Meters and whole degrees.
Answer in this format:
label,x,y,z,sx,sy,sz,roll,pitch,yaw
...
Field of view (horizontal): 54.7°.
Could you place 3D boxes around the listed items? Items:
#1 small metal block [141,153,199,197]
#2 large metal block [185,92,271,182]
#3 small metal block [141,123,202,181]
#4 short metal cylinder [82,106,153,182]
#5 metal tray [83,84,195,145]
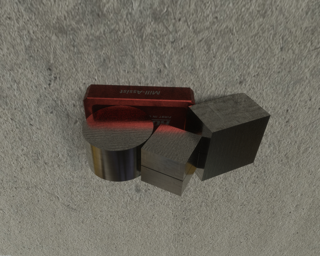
label,x,y,z,sx,sy,sz,roll,pitch,yaw
small metal block,0.012,0.045,0.361,0.050,0.050,0.025,19,131,18
large metal block,0.078,0.010,0.383,0.081,0.050,0.079,-15,134,-22
small metal block,0.013,0.025,0.345,0.050,0.050,0.025,19,131,18
short metal cylinder,-0.048,0.017,0.370,0.081,0.080,0.050,1,130,-1
metal tray,-0.025,-0.009,0.397,0.131,0.030,0.089,2,130,-2
